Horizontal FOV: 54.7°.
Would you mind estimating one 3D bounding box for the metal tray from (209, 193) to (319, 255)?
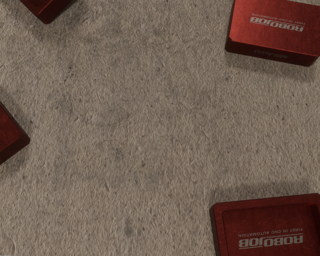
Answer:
[{"bbox_3d":[0.130,0.128,0.360,0.131,0.030,0.090,-5,70,-3],"label":"metal tray"}]

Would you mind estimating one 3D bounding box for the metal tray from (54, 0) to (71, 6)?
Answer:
[{"bbox_3d":[-0.184,-0.259,0.464,0.030,0.090,0.130,-37,74,-14],"label":"metal tray"}]

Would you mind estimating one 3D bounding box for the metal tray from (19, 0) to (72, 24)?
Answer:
[{"bbox_3d":[-0.190,-0.235,0.476,0.090,0.030,0.130,-45,76,1],"label":"metal tray"}]

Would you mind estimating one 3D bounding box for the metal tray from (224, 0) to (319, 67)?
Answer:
[{"bbox_3d":[0.170,-0.148,0.462,0.131,0.030,0.090,12,70,4],"label":"metal tray"}]

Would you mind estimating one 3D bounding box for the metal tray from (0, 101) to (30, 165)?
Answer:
[{"bbox_3d":[-0.249,0.022,0.395,0.130,0.030,0.090,-40,75,-14],"label":"metal tray"}]
